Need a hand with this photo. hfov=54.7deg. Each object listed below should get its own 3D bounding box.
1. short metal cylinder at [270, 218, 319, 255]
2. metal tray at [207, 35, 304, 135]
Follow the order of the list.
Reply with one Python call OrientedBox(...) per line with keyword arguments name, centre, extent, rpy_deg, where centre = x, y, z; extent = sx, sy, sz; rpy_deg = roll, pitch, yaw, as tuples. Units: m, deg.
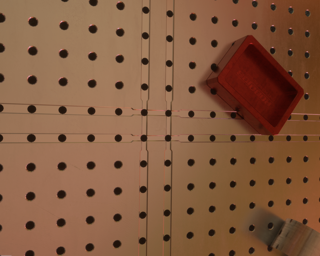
OrientedBox(name="short metal cylinder", centre=(0.214, 0.180, 0.463), extent=(0.080, 0.080, 0.050), rpy_deg=(40, 78, -16))
OrientedBox(name="metal tray", centre=(0.145, -0.061, 0.462), extent=(0.130, 0.030, 0.090), rpy_deg=(40, 77, -16))
